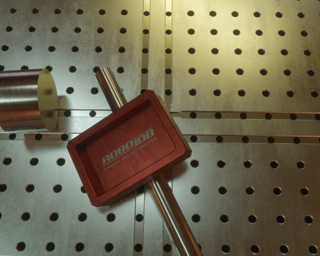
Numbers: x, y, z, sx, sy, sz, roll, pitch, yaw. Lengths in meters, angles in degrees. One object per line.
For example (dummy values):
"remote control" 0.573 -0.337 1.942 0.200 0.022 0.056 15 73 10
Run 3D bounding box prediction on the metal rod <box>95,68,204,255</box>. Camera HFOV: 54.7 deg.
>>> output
"metal rod" -0.014 0.049 0.393 0.025 0.025 0.299 -24 72 -9

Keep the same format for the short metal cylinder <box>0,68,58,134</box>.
"short metal cylinder" -0.166 -0.034 0.393 0.050 0.080 0.080 -4 70 -2

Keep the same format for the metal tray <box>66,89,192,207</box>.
"metal tray" -0.039 0.025 0.375 0.130 0.030 0.090 -32 72 10
